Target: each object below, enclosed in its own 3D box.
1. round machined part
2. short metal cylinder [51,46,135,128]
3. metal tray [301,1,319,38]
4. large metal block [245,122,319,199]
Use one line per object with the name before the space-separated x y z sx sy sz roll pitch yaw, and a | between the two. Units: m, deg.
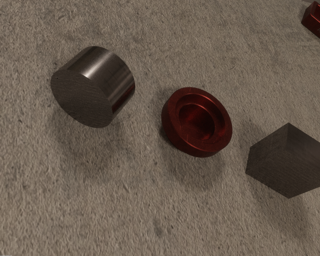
round machined part | 0.046 -0.004 0.422 0.099 0.042 0.098 14 56 -21
short metal cylinder | -0.076 -0.046 0.357 0.080 0.080 0.050 37 51 -4
metal tray | 0.429 -0.259 0.794 0.130 0.030 0.090 37 51 -4
large metal block | 0.183 0.049 0.440 0.080 0.080 0.050 31 52 -9
